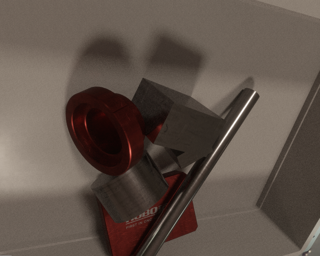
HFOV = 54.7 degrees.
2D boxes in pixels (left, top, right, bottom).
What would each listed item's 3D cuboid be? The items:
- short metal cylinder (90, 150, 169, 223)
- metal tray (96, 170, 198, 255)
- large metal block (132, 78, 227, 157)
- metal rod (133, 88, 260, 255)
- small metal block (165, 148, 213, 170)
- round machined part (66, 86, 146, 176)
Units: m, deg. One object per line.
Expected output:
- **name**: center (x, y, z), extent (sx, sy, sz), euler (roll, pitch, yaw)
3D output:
- **short metal cylinder**: center (-0.037, 0.070, 0.380), extent (0.080, 0.080, 0.050), euler (-33, 98, -7)
- **metal tray**: center (-0.017, 0.121, 0.445), extent (0.131, 0.030, 0.089), euler (-13, 92, -22)
- **large metal block**: center (0.018, -0.013, 0.375), extent (0.081, 0.080, 0.050), euler (16, 107, -35)
- **metal rod**: center (0.050, 0.070, 0.430), extent (0.300, 0.025, 0.025), euler (-55, 130, -9)
- **small metal block**: center (0.036, 0.022, 0.428), extent (0.050, 0.050, 0.025), euler (-29, 128, -11)
- **round machined part**: center (-0.055, 0.000, 0.341), extent (0.042, 0.098, 0.097), euler (-35, 136, -43)
